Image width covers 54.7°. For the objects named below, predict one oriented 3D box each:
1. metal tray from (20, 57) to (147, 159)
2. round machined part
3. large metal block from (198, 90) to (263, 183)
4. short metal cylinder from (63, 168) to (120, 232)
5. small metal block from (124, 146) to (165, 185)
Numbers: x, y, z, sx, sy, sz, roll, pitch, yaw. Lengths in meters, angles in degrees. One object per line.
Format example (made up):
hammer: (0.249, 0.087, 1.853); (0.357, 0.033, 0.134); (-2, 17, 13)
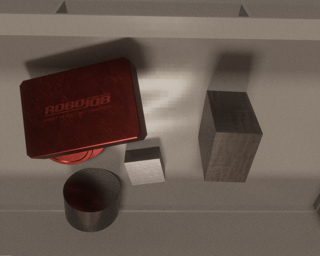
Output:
metal tray: (-0.087, -0.020, 0.349); (0.131, 0.090, 0.030); (-11, 171, 9)
round machined part: (-0.119, 0.010, 0.405); (0.099, 0.042, 0.097); (-1, 130, 0)
large metal block: (0.081, 0.010, 0.383); (0.050, 0.080, 0.079); (2, 130, -3)
short metal cylinder: (-0.101, 0.106, 0.462); (0.081, 0.080, 0.050); (6, 130, -6)
small metal block: (-0.021, 0.056, 0.457); (0.050, 0.025, 0.050); (-8, 130, 6)
